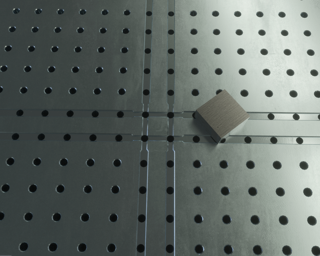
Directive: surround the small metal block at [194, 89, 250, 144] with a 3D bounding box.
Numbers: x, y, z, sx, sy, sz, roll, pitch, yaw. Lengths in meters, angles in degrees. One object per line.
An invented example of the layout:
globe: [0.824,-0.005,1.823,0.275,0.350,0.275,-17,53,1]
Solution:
small metal block: [0.083,-0.015,0.418,0.050,0.025,0.050,-36,74,-12]
